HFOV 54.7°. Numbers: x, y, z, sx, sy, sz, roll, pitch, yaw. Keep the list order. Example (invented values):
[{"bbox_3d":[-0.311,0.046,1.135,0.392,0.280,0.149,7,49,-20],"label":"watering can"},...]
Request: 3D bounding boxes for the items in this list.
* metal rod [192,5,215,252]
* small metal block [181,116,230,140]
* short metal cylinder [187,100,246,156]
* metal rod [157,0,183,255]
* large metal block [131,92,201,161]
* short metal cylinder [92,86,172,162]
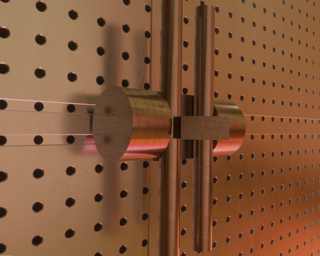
[{"bbox_3d":[0.054,0.000,0.385,0.025,0.025,0.298,1,89,-40],"label":"metal rod"},{"bbox_3d":[0.049,0.000,0.348,0.050,0.050,0.025,1,90,4],"label":"small metal block"},{"bbox_3d":[0.069,0.000,0.426,0.050,0.080,0.079,1,90,-39],"label":"short metal cylinder"},{"bbox_3d":[0.011,0.002,0.350,0.025,0.025,0.298,1,89,-40],"label":"metal rod"},{"bbox_3d":[0.008,-0.002,0.395,0.081,0.050,0.079,1,90,-40],"label":"large metal block"},{"bbox_3d":[-0.033,-0.004,0.342,0.050,0.080,0.079,2,89,-40],"label":"short metal cylinder"}]
